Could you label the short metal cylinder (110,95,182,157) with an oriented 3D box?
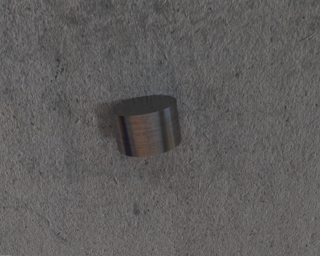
[{"bbox_3d":[-0.016,-0.005,0.378,0.080,0.080,0.050,-8,110,3],"label":"short metal cylinder"}]
